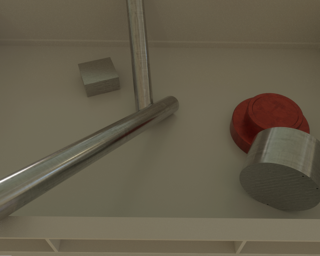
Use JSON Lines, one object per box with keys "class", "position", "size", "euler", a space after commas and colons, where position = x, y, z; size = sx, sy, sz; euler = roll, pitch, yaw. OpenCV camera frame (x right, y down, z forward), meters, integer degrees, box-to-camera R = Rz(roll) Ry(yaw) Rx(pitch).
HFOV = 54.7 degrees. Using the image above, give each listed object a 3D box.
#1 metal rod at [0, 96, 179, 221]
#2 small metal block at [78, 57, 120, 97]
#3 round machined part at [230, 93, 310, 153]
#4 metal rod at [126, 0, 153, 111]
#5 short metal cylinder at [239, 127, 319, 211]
{"class": "metal rod", "position": [-0.054, 0.012, 0.310], "size": [0.025, 0.025, 0.302], "euler": [25, 28, 19]}
{"class": "small metal block", "position": [-0.092, -0.078, 0.469], "size": [0.050, 0.025, 0.050], "euler": [-16, 52, -13]}
{"class": "round machined part", "position": [0.144, -0.008, 0.403], "size": [0.099, 0.042, 0.098], "euler": [0, 50, 0]}
{"class": "metal rod", "position": [-0.034, -0.166, 0.434], "size": [0.025, 0.025, 0.298], "euler": [-5, 86, -5]}
{"class": "short metal cylinder", "position": [0.133, 0.045, 0.334], "size": [0.080, 0.080, 0.050], "euler": [20, 53, 16]}
